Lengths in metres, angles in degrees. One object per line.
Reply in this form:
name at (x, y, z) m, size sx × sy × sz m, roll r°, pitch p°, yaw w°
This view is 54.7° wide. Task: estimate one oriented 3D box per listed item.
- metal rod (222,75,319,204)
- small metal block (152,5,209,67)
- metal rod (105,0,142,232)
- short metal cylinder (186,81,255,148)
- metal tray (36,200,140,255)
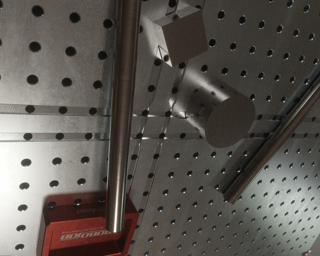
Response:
metal rod at (0.210, 0.011, 0.535) m, size 0.025 × 0.025 × 0.299 m, roll 28°, pitch 103°, yaw -38°
small metal block at (0.025, -0.107, 0.360) m, size 0.050 × 0.025 × 0.050 m, roll -27°, pitch 128°, yaw -12°
metal rod at (-0.046, -0.004, 0.364) m, size 0.025 × 0.025 × 0.298 m, roll -5°, pitch 115°, yaw -26°
short metal cylinder at (0.084, -0.019, 0.431) m, size 0.081 × 0.050 × 0.079 m, roll -14°, pitch 124°, yaw -21°
metal tray at (-0.103, 0.153, 0.447) m, size 0.131 × 0.030 × 0.089 m, roll 2°, pitch 117°, yaw -30°
